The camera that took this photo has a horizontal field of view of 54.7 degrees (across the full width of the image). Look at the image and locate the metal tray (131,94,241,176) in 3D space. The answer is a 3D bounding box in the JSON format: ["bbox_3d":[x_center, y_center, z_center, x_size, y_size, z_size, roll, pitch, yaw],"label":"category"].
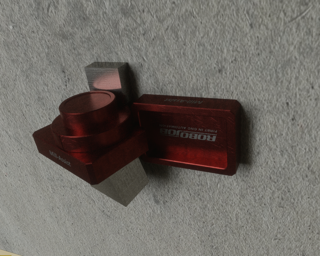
[{"bbox_3d":[0.033,0.007,0.391,0.130,0.030,0.089,6,121,24],"label":"metal tray"}]

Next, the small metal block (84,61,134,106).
[{"bbox_3d":[-0.066,-0.059,0.405,0.050,0.025,0.050,6,121,24],"label":"small metal block"}]

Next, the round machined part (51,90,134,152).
[{"bbox_3d":[-0.085,-0.014,0.381,0.098,0.098,0.042,6,121,25],"label":"round machined part"}]

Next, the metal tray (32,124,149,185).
[{"bbox_3d":[-0.091,0.017,0.400,0.130,0.091,0.030,19,128,39],"label":"metal tray"}]

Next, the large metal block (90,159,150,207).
[{"bbox_3d":[-0.071,0.054,0.437,0.080,0.050,0.080,18,141,39],"label":"large metal block"}]
